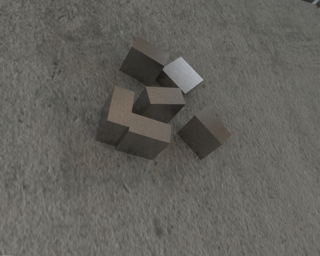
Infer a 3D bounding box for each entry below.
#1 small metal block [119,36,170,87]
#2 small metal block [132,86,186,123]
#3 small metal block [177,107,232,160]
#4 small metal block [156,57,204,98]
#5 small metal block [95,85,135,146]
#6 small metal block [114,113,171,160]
[{"bbox_3d":[-0.022,-0.091,0.433,0.050,0.050,0.025,29,52,-10],"label":"small metal block"},{"bbox_3d":[-0.003,-0.029,0.405,0.050,0.050,0.025,-2,63,-29],"label":"small metal block"},{"bbox_3d":[0.058,0.008,0.416,0.050,0.050,0.025,48,51,5],"label":"small metal block"},{"bbox_3d":[0.029,-0.073,0.466,0.050,0.025,0.050,47,51,4],"label":"small metal block"},{"bbox_3d":[-0.054,-0.014,0.368,0.025,0.050,0.050,18,55,-18],"label":"small metal block"},{"bbox_3d":[-0.021,0.012,0.371,0.050,0.050,0.025,17,55,-19],"label":"small metal block"}]
